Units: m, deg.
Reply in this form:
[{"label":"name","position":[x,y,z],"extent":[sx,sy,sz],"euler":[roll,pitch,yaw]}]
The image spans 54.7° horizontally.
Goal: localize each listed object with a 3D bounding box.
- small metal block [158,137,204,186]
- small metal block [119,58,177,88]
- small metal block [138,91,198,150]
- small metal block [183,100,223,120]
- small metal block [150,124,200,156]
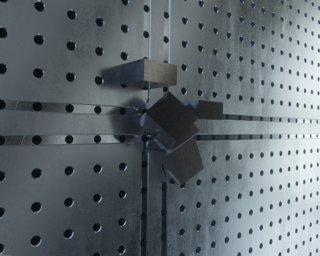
[{"label":"small metal block","position":[0.031,0.045,0.438],"extent":[0.050,0.025,0.050],"euler":[-29,108,-37]},{"label":"small metal block","position":[-0.015,-0.065,0.382],"extent":[0.050,0.050,0.025],"euler":[2,89,-40]},{"label":"small metal block","position":[0.011,-0.010,0.383],"extent":[0.050,0.025,0.050],"euler":[43,53,2]},{"label":"small metal block","position":[0.054,-0.024,0.440],"extent":[0.050,0.050,0.025],"euler":[1,90,-40]},{"label":"small metal block","position":[0.016,0.001,0.410],"extent":[0.050,0.025,0.050],"euler":[-32,79,-36]}]
